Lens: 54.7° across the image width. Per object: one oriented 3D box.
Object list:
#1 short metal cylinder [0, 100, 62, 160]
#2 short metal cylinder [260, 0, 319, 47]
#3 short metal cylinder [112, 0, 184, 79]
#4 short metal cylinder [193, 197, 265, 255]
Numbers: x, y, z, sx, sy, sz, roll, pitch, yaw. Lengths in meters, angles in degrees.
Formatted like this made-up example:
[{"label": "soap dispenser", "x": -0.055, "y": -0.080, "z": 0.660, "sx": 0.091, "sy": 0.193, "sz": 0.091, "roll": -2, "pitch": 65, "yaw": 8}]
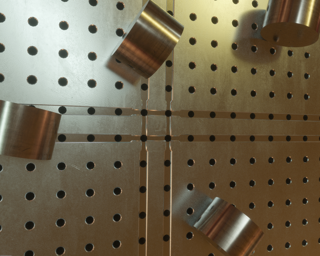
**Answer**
[{"label": "short metal cylinder", "x": -0.151, "y": 0.001, "z": 0.328, "sx": 0.081, "sy": 0.080, "sz": 0.050, "roll": 13, "pitch": 86, "yaw": -20}, {"label": "short metal cylinder", "x": 0.194, "y": -0.159, "z": 0.455, "sx": 0.081, "sy": 0.080, "sz": 0.050, "roll": 17, "pitch": 85, "yaw": -19}, {"label": "short metal cylinder", "x": -0.015, "y": -0.107, "z": 0.377, "sx": 0.050, "sy": 0.080, "sz": 0.080, "roll": 33, "pitch": 79, "yaw": -17}, {"label": "short metal cylinder", "x": 0.091, "y": 0.139, "z": 0.417, "sx": 0.080, "sy": 0.080, "sz": 0.050, "roll": 45, "pitch": 76, "yaw": -15}]
